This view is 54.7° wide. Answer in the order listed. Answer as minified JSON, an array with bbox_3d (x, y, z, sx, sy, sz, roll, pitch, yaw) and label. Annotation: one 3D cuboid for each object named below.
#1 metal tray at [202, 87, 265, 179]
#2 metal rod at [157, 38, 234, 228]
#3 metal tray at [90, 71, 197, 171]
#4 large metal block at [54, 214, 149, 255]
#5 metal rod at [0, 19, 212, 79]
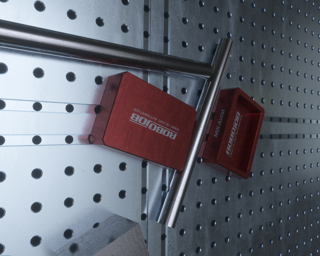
[{"bbox_3d":[0.125,0.010,0.513,0.090,0.030,0.130,29,72,-37],"label":"metal tray"},{"bbox_3d":[0.058,-0.003,0.459,0.025,0.025,0.299,32,70,-36],"label":"metal rod"},{"bbox_3d":[-0.015,-0.004,0.395,0.131,0.030,0.090,24,75,-38],"label":"metal tray"},{"bbox_3d":[-0.058,0.157,0.346,0.081,0.050,0.080,-26,106,-37],"label":"large metal block"},{"bbox_3d":[-0.046,-0.087,0.371,0.302,0.025,0.025,0,90,-40],"label":"metal rod"}]
